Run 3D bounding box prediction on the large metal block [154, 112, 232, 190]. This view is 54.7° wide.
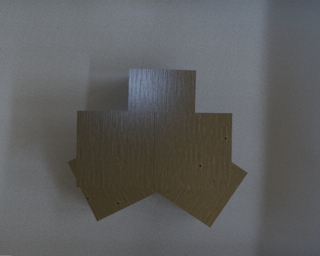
[{"bbox_3d":[0.034,0.024,0.346,0.081,0.050,0.080,1,90,0],"label":"large metal block"}]

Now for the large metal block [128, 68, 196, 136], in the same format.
[{"bbox_3d":[0.002,-0.031,0.397,0.081,0.050,0.080,2,90,0],"label":"large metal block"}]

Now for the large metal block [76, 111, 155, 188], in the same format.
[{"bbox_3d":[-0.046,0.022,0.347,0.081,0.050,0.080,1,90,0],"label":"large metal block"}]

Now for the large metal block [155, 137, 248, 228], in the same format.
[{"bbox_3d":[0.050,0.064,0.396,0.080,0.050,0.080,34,90,0],"label":"large metal block"}]

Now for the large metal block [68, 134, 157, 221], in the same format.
[{"bbox_3d":[-0.057,0.059,0.397,0.080,0.050,0.080,-26,90,0],"label":"large metal block"}]
